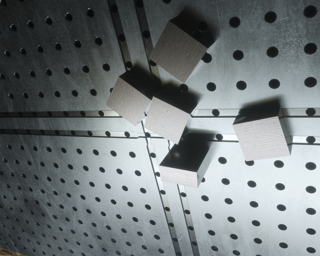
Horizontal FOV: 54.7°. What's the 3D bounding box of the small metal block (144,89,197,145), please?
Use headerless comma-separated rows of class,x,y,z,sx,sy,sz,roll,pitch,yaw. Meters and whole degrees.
small metal block,0.012,-0.014,0.395,0.050,0.025,0.050,27,128,10

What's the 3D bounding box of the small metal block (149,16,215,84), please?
small metal block,0.023,-0.086,0.344,0.050,0.025,0.050,37,129,3

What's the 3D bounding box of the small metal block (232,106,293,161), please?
small metal block,0.117,0.008,0.354,0.050,0.025,0.050,-12,112,33

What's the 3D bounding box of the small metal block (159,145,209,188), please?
small metal block,0.033,0.049,0.407,0.050,0.050,0.025,7,122,24

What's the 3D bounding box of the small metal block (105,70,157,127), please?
small metal block,-0.036,-0.039,0.405,0.050,0.025,0.050,37,129,3
